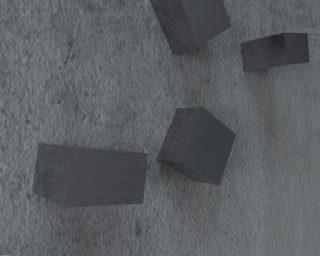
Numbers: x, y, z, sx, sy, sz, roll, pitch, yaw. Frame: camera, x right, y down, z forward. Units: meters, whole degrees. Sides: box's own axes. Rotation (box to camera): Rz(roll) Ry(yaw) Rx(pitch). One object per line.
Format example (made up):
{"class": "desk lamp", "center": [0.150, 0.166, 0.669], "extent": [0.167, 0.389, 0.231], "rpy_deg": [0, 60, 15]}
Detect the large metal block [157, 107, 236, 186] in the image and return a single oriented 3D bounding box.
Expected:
{"class": "large metal block", "center": [0.053, 0.026, 0.436], "extent": [0.080, 0.050, 0.080], "rpy_deg": [35, 69, -35]}

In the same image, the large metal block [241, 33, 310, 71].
{"class": "large metal block", "center": [0.201, -0.132, 0.541], "extent": [0.081, 0.080, 0.050], "rpy_deg": [-14, 99, -40]}

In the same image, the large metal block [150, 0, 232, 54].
{"class": "large metal block", "center": [0.044, -0.159, 0.427], "extent": [0.080, 0.050, 0.080], "rpy_deg": [-39, 114, -33]}

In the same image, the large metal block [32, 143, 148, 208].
{"class": "large metal block", "center": [-0.071, 0.045, 0.311], "extent": [0.081, 0.080, 0.050], "rpy_deg": [9, 84, -40]}
